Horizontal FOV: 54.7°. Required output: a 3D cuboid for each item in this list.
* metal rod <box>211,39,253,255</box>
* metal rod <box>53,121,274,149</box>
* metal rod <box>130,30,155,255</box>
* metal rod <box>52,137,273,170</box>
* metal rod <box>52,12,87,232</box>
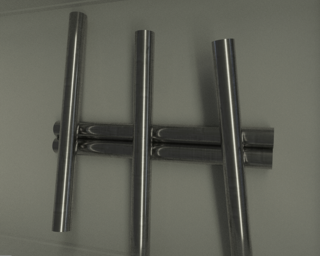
[{"bbox_3d":[0.086,0.052,0.355,0.025,0.025,0.298,-4,97,19],"label":"metal rod"},{"bbox_3d":[-0.009,0.007,0.412,0.301,0.025,0.025,2,91,19],"label":"metal rod"},{"bbox_3d":[-0.022,0.030,0.390,0.025,0.025,0.298,2,91,19],"label":"metal rod"},{"bbox_3d":[-0.010,0.031,0.412,0.301,0.025,0.025,2,91,19],"label":"metal rod"},{"bbox_3d":[-0.123,-0.014,0.426,0.025,0.025,0.298,-1,81,19],"label":"metal rod"}]
